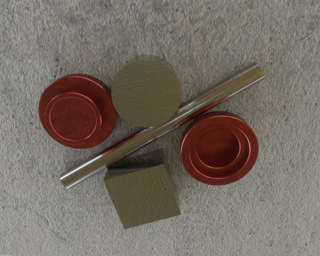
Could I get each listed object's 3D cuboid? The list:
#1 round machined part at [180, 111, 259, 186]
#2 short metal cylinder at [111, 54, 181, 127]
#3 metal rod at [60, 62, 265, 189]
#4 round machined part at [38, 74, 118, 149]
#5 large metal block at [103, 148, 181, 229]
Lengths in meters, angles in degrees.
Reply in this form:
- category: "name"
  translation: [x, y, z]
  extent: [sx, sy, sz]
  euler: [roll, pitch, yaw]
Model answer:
- category: "round machined part"
  translation: [0.076, 0.024, 0.411]
  extent: [0.099, 0.042, 0.097]
  euler: [0, 110, 0]
- category: "short metal cylinder"
  translation: [-0.016, -0.047, 0.380]
  extent: [0.081, 0.050, 0.079]
  euler: [0, 110, 0]
- category: "metal rod"
  translation: [-0.004, 0.002, 0.412]
  extent: [0.300, 0.025, 0.025]
  euler: [-30, 108, 10]
- category: "round machined part"
  translation: [-0.105, -0.017, 0.394]
  extent: [0.099, 0.042, 0.097]
  euler: [0, 110, 0]
- category: "large metal block"
  translation: [-0.022, 0.083, 0.429]
  extent: [0.080, 0.050, 0.080]
  euler: [-16, 110, 6]
